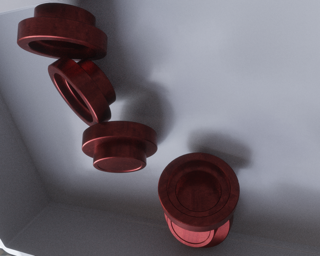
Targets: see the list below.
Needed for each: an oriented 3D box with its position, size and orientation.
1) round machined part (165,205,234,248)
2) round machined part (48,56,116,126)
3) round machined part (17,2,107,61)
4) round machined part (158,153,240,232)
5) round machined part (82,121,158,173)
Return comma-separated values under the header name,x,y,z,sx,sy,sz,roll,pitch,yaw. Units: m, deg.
name,x,y,z,sx,sy,sz,roll,pitch,yaw
round machined part,0.050,0.126,0.435,0.098,0.042,0.097,8,109,24
round machined part,-0.095,-0.050,0.398,0.098,0.042,0.098,40,156,22
round machined part,-0.111,-0.111,0.360,0.098,0.098,0.042,2,88,27
round machined part,0.049,0.083,0.392,0.098,0.098,0.042,17,148,18
round machined part,-0.052,0.030,0.408,0.099,0.042,0.098,-2,156,-1
